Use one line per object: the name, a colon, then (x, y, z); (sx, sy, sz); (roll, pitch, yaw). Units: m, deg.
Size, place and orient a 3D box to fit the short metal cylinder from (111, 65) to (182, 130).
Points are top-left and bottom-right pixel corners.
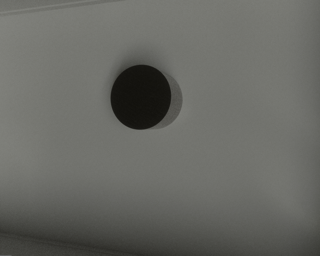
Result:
short metal cylinder: (-0.016, -0.038, 0.402); (0.080, 0.050, 0.079); (0, 90, 19)
